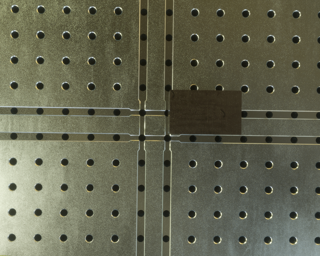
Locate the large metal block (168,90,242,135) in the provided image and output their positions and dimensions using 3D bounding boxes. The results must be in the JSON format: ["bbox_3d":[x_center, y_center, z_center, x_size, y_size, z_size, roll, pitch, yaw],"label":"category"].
[{"bbox_3d":[0.051,-0.018,0.387,0.081,0.080,0.050,1,90,-1],"label":"large metal block"}]
